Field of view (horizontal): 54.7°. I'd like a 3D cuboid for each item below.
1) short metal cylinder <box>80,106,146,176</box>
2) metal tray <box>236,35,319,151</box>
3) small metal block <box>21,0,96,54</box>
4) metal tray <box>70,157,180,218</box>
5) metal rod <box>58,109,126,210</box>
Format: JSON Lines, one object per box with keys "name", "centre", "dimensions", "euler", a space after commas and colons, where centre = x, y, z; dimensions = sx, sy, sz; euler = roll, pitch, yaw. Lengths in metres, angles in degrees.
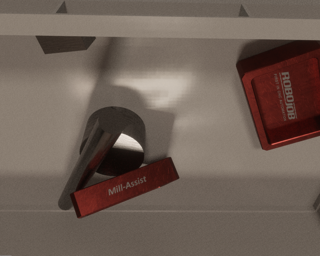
{"name": "short metal cylinder", "centre": [-0.060, 0.018, 0.407], "dimensions": [0.081, 0.050, 0.079], "euler": [0, 130, 0]}
{"name": "metal tray", "centre": [0.154, -0.036, 0.377], "dimensions": [0.090, 0.030, 0.130], "euler": [-18, 128, 14]}
{"name": "small metal block", "centre": [-0.100, -0.105, 0.311], "dimensions": [0.050, 0.025, 0.050], "euler": [-1, 132, 19]}
{"name": "metal tray", "centre": [-0.048, 0.081, 0.412], "dimensions": [0.131, 0.030, 0.090], "euler": [-19, 169, -17]}
{"name": "metal rod", "centre": [-0.099, 0.059, 0.394], "dimensions": [0.025, 0.025, 0.298], "euler": [18, 148, -16]}
